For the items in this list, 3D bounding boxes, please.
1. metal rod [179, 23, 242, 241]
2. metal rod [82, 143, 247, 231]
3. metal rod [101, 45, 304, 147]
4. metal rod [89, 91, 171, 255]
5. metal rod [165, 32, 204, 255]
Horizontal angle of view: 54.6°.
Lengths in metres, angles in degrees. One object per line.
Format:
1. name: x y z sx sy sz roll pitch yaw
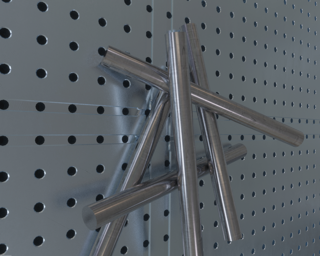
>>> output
1. metal rod: 0.069 0.002 0.429 0.025 0.025 0.299 -7 84 -40
2. metal rod: 0.033 0.063 0.413 0.302 0.025 0.025 -14 99 -46
3. metal rod: 0.070 -0.034 0.407 0.302 0.025 0.025 21 76 -19
4. metal rod: -0.029 0.050 0.383 0.025 0.025 0.300 35 69 -35
5. metal rod: 0.031 0.040 0.373 0.025 0.025 0.298 -11 99 -39
